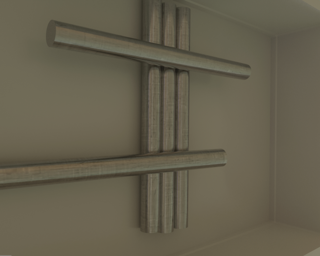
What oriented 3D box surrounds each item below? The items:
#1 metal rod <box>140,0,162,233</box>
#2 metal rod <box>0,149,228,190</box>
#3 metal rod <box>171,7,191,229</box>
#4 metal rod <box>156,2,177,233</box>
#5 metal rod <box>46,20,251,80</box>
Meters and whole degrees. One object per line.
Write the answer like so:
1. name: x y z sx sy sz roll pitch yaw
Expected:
1. metal rod: -0.011 -0.019 0.396 0.025 0.025 0.298 1 90 -40
2. metal rod: -0.043 0.042 0.346 0.303 0.025 0.025 -1 91 -33
3. metal rod: 0.028 -0.014 0.427 0.025 0.025 0.298 1 89 -40
4. metal rod: 0.008 -0.014 0.412 0.025 0.025 0.298 1 89 -40
5. metal rod: 0.015 -0.087 0.384 0.302 0.025 0.025 0 90 -40
